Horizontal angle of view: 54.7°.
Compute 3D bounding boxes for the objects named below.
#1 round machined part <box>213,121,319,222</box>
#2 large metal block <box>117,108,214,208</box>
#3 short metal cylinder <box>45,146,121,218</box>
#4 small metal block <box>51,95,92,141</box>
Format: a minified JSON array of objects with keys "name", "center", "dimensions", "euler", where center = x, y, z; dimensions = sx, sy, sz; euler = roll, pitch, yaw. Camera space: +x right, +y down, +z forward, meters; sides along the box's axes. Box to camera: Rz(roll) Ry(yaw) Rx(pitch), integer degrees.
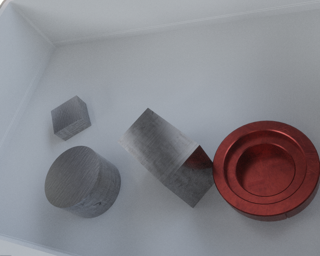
[{"name":"round machined part","center":[0.106,0.045,0.311],"dimensions":[0.098,0.042,0.098],"euler":[-13,56,20]},{"name":"large metal block","center":[0.012,0.034,0.342],"dimensions":[0.050,0.080,0.080],"euler":[-48,52,-6]},{"name":"short metal cylinder","center":[-0.098,0.069,0.397],"dimensions":[0.080,0.050,0.080],"euler":[-13,56,20]},{"name":"small metal block","center":[-0.140,-0.015,0.487],"dimensions":[0.050,0.025,0.050],"euler":[-30,52,8]}]
